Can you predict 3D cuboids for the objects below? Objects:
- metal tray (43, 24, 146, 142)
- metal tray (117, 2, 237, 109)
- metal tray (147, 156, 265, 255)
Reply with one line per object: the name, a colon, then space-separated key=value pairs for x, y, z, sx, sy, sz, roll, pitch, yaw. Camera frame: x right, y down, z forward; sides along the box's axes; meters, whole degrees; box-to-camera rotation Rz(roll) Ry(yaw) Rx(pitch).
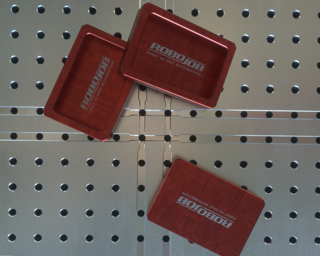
metal tray: x=-0.083 y=-0.058 z=0.409 sx=0.090 sy=0.030 sz=0.129 roll=24 pitch=90 yaw=-1
metal tray: x=0.023 y=-0.087 z=0.392 sx=0.131 sy=0.030 sz=0.090 roll=19 pitch=90 yaw=-18
metal tray: x=0.059 y=0.105 z=0.412 sx=0.131 sy=0.030 sz=0.090 roll=27 pitch=90 yaw=-1
